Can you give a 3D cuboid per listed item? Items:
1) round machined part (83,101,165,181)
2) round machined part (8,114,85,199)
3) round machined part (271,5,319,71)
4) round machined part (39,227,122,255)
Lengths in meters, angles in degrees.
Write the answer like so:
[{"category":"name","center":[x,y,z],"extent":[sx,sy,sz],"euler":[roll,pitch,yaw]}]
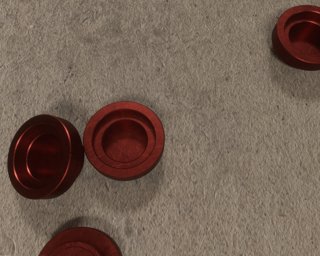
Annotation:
[{"category":"round machined part","center":[-0.044,0.019,0.392],"extent":[0.099,0.042,0.098],"euler":[0,70,-1]},{"category":"round machined part","center":[-0.130,0.035,0.371],"extent":[0.098,0.042,0.098],"euler":[-6,76,25]},{"category":"round machined part","center":[0.210,-0.125,0.447],"extent":[0.099,0.042,0.098],"euler":[0,70,-1]},{"category":"round machined part","center":[-0.090,0.160,0.340],"extent":[0.099,0.042,0.098],"euler":[0,70,-1]}]
